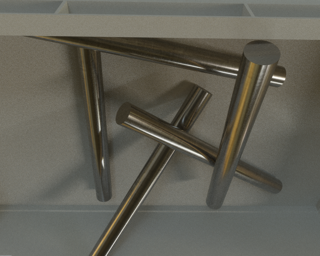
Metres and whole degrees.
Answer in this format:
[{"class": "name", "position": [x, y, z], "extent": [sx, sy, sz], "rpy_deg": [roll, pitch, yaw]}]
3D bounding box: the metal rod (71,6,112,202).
[{"class": "metal rod", "position": [-0.083, -0.004, 0.404], "extent": [0.025, 0.025, 0.298], "rpy_deg": [2, 130, -2]}]

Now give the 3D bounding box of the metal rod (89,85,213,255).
[{"class": "metal rod", "position": [-0.023, 0.077, 0.411], "extent": [0.025, 0.025, 0.298], "rpy_deg": [26, 106, -20]}]

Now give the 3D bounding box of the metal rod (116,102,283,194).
[{"class": "metal rod", "position": [0.072, 0.039, 0.402], "extent": [0.301, 0.025, 0.025], "rpy_deg": [26, 126, -36]}]

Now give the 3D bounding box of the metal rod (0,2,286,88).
[{"class": "metal rod", "position": [-0.005, -0.080, 0.317], "extent": [0.302, 0.025, 0.025], "rpy_deg": [8, 130, -16]}]

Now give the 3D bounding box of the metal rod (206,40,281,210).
[{"class": "metal rod", "position": [0.076, 0.029, 0.339], "extent": [0.025, 0.025, 0.299], "rpy_deg": [-2, 147, 1]}]
